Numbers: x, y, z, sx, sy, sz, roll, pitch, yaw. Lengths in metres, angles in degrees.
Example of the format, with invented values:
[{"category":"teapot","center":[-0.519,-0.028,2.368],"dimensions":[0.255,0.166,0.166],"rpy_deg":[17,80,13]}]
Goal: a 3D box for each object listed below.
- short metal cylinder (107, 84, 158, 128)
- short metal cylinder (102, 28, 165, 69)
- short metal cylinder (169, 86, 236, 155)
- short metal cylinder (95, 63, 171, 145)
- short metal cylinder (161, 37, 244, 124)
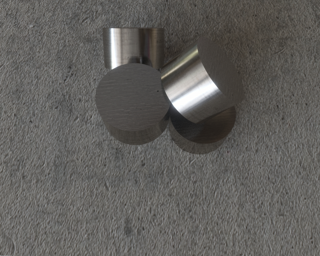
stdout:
[{"category":"short metal cylinder","center":[-0.039,-0.030,0.406],"dimensions":[0.081,0.050,0.080],"rpy_deg":[0,70,0]},{"category":"short metal cylinder","center":[-0.034,-0.107,0.412],"dimensions":[0.081,0.080,0.050],"rpy_deg":[0,109,0]},{"category":"short metal cylinder","center":[0.052,-0.011,0.400],"dimensions":[0.081,0.050,0.080],"rpy_deg":[0,70,0]},{"category":"short metal cylinder","center":[-0.028,-0.026,0.351],"dimensions":[0.081,0.050,0.080],"rpy_deg":[0,70,0]},{"category":"short metal cylinder","center":[0.047,-0.051,0.339],"dimensions":[0.050,0.081,0.080],"rpy_deg":[-32,67,34]}]
